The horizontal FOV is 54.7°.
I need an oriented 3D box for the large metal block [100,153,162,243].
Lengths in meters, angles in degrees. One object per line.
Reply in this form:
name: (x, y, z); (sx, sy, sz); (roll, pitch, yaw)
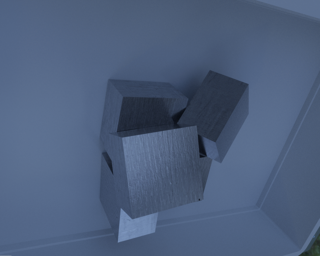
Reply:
large metal block: (-0.041, 0.084, 0.402); (0.050, 0.080, 0.079); (-7, 122, -26)

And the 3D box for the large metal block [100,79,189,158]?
large metal block: (-0.022, -0.010, 0.374); (0.081, 0.050, 0.079); (-1, 119, -28)

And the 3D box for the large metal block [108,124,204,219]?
large metal block: (-0.005, 0.041, 0.330); (0.081, 0.050, 0.079); (-9, 97, -24)

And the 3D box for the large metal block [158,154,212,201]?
large metal block: (0.020, 0.064, 0.440); (0.081, 0.050, 0.079); (-5, 121, -26)

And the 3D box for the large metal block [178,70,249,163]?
large metal block: (0.070, -0.012, 0.391); (0.080, 0.050, 0.080); (-58, 155, -13)
